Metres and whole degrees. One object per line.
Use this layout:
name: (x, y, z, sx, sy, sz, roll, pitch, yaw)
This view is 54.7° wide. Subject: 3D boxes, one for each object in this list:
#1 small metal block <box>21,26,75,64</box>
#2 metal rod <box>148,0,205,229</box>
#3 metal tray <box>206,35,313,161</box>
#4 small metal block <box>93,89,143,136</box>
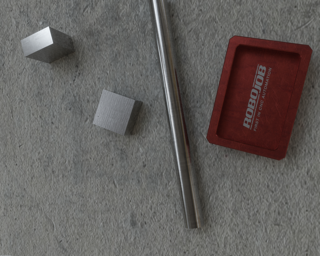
small metal block: (-0.162, -0.119, 0.451, 0.050, 0.050, 0.025, -18, 84, 19)
metal rod: (0.020, -0.023, 0.401, 0.025, 0.025, 0.298, -10, 87, 19)
metal tray: (0.115, -0.036, 0.365, 0.090, 0.030, 0.129, 14, 95, 19)
small metal block: (-0.058, -0.021, 0.429, 0.050, 0.025, 0.050, 20, 97, 18)
